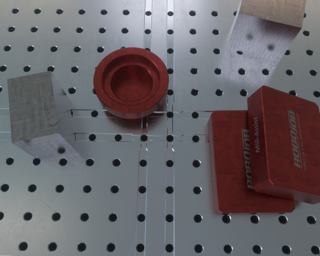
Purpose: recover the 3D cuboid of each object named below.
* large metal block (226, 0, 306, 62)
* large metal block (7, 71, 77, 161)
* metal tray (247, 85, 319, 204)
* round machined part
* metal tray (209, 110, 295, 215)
[{"bbox_3d":[0.146,-0.145,0.436,0.080,0.080,0.050,15,71,5],"label":"large metal block"},{"bbox_3d":[-0.144,-0.012,0.386,0.050,0.080,0.080,-12,71,-4],"label":"large metal block"},{"bbox_3d":[0.156,0.019,0.376,0.091,0.030,0.130,15,59,-16],"label":"metal tray"},{"bbox_3d":[-0.038,-0.057,0.423,0.099,0.042,0.098,0,70,0],"label":"round machined part"},{"bbox_3d":[0.112,0.042,0.394,0.091,0.030,0.130,0,70,-1],"label":"metal tray"}]
